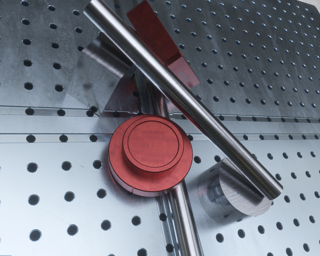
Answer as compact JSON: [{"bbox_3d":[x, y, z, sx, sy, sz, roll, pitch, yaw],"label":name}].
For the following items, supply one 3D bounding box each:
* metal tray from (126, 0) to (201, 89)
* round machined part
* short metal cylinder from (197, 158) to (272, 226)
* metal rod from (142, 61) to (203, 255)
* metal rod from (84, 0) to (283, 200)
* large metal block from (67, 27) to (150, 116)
[{"bbox_3d":[0.010,-0.105,0.426,0.090,0.030,0.130,60,11,15],"label":"metal tray"},{"bbox_3d":[-0.010,0.026,0.357,0.099,0.042,0.098,4,62,-7],"label":"round machined part"},{"bbox_3d":[0.096,0.079,0.398,0.081,0.050,0.080,14,56,-21],"label":"short metal cylinder"},{"bbox_3d":[0.006,0.012,0.406,0.025,0.025,0.299,2,61,-28],"label":"metal rod"},{"bbox_3d":[0.032,-0.027,0.353,0.300,0.025,0.025,45,50,-8],"label":"metal rod"},{"bbox_3d":[-0.064,-0.075,0.386,0.050,0.080,0.080,36,51,-5],"label":"large metal block"}]
